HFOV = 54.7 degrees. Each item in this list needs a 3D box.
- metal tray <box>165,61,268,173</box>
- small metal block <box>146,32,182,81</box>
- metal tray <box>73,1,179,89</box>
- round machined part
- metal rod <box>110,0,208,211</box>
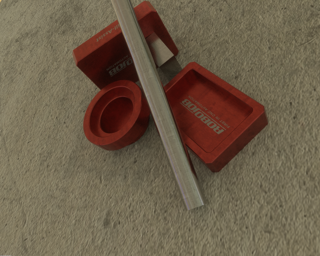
[{"bbox_3d":[0.053,-0.019,0.385,0.090,0.030,0.130,-44,51,-3],"label":"metal tray"},{"bbox_3d":[0.004,-0.100,0.441,0.025,0.050,0.050,-38,66,5],"label":"small metal block"},{"bbox_3d":[-0.048,-0.110,0.454,0.130,0.090,0.030,-33,52,7],"label":"metal tray"},{"bbox_3d":[-0.054,-0.014,0.425,0.098,0.042,0.098,-16,57,26],"label":"round machined part"},{"bbox_3d":[-0.010,-0.051,0.372,0.025,0.025,0.299,-23,75,14],"label":"metal rod"}]
